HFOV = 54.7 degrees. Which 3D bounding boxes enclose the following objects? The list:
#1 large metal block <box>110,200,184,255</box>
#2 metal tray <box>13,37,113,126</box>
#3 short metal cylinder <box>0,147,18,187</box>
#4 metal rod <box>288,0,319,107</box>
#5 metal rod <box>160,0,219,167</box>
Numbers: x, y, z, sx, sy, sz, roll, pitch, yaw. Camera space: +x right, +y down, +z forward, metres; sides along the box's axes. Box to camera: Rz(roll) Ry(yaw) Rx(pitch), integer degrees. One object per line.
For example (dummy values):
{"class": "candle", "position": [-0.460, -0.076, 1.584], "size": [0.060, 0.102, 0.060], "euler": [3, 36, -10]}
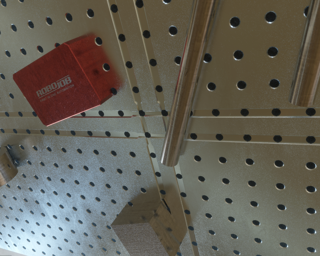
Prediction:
{"class": "large metal block", "position": [-0.020, 0.170, 0.509], "size": [0.080, 0.050, 0.080], "euler": [-16, 110, 34]}
{"class": "metal tray", "position": [-0.141, -0.061, 0.442], "size": [0.130, 0.030, 0.090], "euler": [-17, 110, 34]}
{"class": "short metal cylinder", "position": [-0.322, 0.078, 0.590], "size": [0.080, 0.080, 0.050], "euler": [-2, 117, 29]}
{"class": "metal rod", "position": [0.143, -0.155, 0.240], "size": [0.025, 0.025, 0.298], "euler": [13, 124, 21]}
{"class": "metal rod", "position": [0.036, -0.074, 0.345], "size": [0.025, 0.025, 0.298], "euler": [21, 127, 15]}
